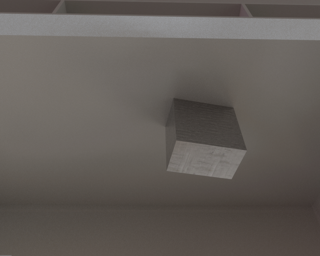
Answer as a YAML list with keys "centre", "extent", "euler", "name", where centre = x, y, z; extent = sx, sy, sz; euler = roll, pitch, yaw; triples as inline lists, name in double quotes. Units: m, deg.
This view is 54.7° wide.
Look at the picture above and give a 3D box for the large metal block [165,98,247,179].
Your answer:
- centre: [0.052, 0.012, 0.384]
  extent: [0.081, 0.080, 0.050]
  euler: [9, 130, -8]
  name: "large metal block"
